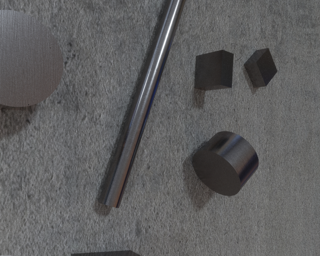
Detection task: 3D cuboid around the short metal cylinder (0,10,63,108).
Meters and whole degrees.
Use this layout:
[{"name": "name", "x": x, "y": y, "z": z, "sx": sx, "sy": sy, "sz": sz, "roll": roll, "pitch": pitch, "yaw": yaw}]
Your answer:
[{"name": "short metal cylinder", "x": -0.135, "y": -0.057, "z": 0.276, "sx": 0.081, "sy": 0.050, "sz": 0.079, "roll": 0, "pitch": 90, "yaw": -40}]

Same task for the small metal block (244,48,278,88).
[{"name": "small metal block", "x": 0.183, "y": -0.109, "z": 0.562, "sx": 0.050, "sy": 0.025, "sz": 0.050, "roll": -47, "pitch": 118, "yaw": -30}]

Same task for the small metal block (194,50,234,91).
[{"name": "small metal block", "x": 0.079, "y": -0.084, "z": 0.457, "sx": 0.025, "sy": 0.050, "sz": 0.050, "roll": 6, "pitch": 86, "yaw": -40}]

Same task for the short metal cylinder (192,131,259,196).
[{"name": "short metal cylinder", "x": 0.095, "y": 0.051, "z": 0.451, "sx": 0.050, "sy": 0.080, "sz": 0.080, "roll": -39, "pitch": 114, "yaw": -33}]

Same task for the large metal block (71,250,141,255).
[{"name": "large metal block", "x": -0.046, "y": 0.171, "z": 0.333, "sx": 0.081, "sy": 0.080, "sz": 0.050, "roll": 15, "pitch": 81, "yaw": -39}]

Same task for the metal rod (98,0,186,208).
[{"name": "metal rod", "x": -0.016, "y": -0.050, "z": 0.392, "sx": 0.025, "sy": 0.025, "sz": 0.299, "roll": 28, "pitch": 72, "yaw": -37}]
